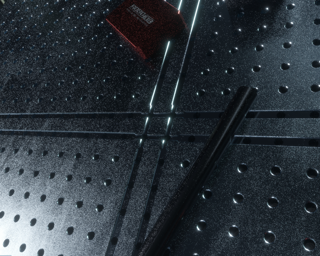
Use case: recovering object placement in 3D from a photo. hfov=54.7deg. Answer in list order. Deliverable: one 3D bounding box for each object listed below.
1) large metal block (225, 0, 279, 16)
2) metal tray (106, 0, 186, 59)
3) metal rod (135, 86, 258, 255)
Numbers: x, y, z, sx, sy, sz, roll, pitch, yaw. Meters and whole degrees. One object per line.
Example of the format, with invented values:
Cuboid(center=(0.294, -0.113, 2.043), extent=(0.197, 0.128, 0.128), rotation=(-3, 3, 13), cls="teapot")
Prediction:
Cuboid(center=(0.127, -0.219, 0.440), extent=(0.080, 0.080, 0.050), rotation=(-12, 57, 22), cls="large metal block")
Cuboid(center=(-0.028, -0.184, 0.532), extent=(0.090, 0.030, 0.130), rotation=(-40, 51, 0), cls="metal tray")
Cuboid(center=(0.027, 0.078, 0.345), extent=(0.025, 0.025, 0.300), rotation=(24, 74, 36), cls="metal rod")
